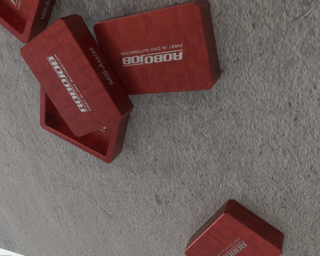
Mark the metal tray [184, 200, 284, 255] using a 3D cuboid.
[{"bbox_3d":[0.104,0.172,0.455,0.090,0.030,0.129,34,129,5],"label":"metal tray"}]

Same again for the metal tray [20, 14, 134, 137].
[{"bbox_3d":[-0.102,-0.059,0.381,0.090,0.030,0.130,-19,109,35],"label":"metal tray"}]

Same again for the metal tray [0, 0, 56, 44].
[{"bbox_3d":[-0.173,-0.182,0.381,0.090,0.030,0.129,41,129,0],"label":"metal tray"}]

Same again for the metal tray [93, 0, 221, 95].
[{"bbox_3d":[-0.004,-0.087,0.352,0.130,0.030,0.089,-1,118,28],"label":"metal tray"}]

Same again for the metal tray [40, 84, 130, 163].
[{"bbox_3d":[-0.113,-0.014,0.454,0.130,0.030,0.089,26,128,11],"label":"metal tray"}]
